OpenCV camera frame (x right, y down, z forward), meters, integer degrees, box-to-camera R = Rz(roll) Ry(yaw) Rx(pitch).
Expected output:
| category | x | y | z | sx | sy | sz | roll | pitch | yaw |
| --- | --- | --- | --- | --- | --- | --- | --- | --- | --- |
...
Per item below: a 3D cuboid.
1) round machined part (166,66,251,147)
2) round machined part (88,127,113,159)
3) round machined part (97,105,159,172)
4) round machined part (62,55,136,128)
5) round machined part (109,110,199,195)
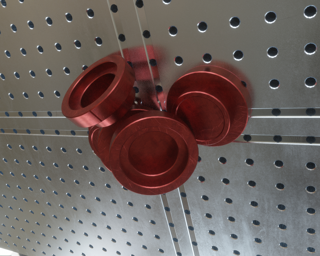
| category | x | y | z | sx | sy | sz | roll | pitch | yaw |
| --- | --- | --- | --- | --- | --- | --- | --- | --- | --- |
| round machined part | 0.052 | -0.019 | 0.360 | 0.098 | 0.042 | 0.097 | 13 | 124 | 20 |
| round machined part | -0.061 | 0.014 | 0.440 | 0.098 | 0.042 | 0.097 | 13 | 124 | 20 |
| round machined part | -0.030 | 0.023 | 0.398 | 0.099 | 0.042 | 0.097 | -4 | 110 | -10 |
| round machined part | -0.069 | -0.040 | 0.381 | 0.098 | 0.098 | 0.042 | -13 | 137 | 33 |
| round machined part | -0.009 | 0.025 | 0.357 | 0.099 | 0.042 | 0.097 | -3 | 113 | -7 |
